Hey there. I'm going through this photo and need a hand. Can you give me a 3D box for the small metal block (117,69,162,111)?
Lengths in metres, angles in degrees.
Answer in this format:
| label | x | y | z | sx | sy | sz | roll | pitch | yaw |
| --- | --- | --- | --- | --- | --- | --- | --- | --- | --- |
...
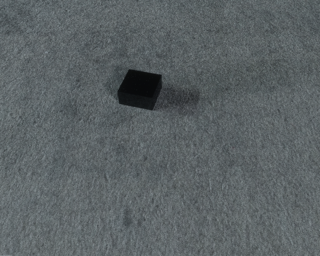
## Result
| label | x | y | z | sx | sy | sz | roll | pitch | yaw |
| --- | --- | --- | --- | --- | --- | --- | --- | --- | --- |
| small metal block | -0.028 | -0.056 | 0.451 | 0.050 | 0.025 | 0.050 | 12 | 51 | 10 |
